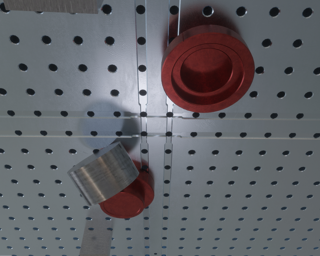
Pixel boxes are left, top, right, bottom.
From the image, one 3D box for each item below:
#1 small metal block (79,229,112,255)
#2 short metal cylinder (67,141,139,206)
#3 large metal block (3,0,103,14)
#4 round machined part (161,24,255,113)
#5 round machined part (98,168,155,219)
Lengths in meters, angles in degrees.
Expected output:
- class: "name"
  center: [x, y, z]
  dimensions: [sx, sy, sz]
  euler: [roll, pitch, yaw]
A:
- class: "small metal block"
  center: [-0.119, 0.219, 0.580]
  dimensions: [0.050, 0.050, 0.025]
  euler: [0, 130, 0]
- class: "short metal cylinder"
  center: [-0.075, 0.059, 0.416]
  dimensions: [0.080, 0.080, 0.050]
  euler: [-27, 98, 21]
- class: "large metal block"
  center: [-0.094, -0.149, 0.267]
  dimensions: [0.081, 0.050, 0.079]
  euler: [2, 130, -2]
- class: "round machined part"
  center: [0.050, -0.068, 0.343]
  dimensions: [0.099, 0.042, 0.097]
  euler: [0, 130, 0]
- class: "round machined part"
  center: [-0.058, 0.107, 0.491]
  dimensions: [0.099, 0.042, 0.097]
  euler: [0, 130, 0]
